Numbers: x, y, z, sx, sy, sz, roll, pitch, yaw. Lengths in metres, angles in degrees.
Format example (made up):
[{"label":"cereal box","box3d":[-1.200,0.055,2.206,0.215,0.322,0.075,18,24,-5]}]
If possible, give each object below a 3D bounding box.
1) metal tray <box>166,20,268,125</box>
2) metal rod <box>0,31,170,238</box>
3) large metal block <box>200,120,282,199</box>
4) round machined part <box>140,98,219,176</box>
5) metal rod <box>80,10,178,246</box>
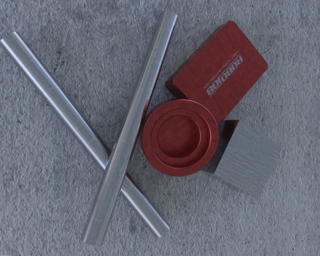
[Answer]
[{"label":"metal tray","box3d":[0.082,-0.075,0.438,0.090,0.030,0.130,46,75,-15]},{"label":"metal rod","box3d":[-0.083,0.018,0.378,0.025,0.025,0.299,-40,103,-16]},{"label":"large metal block","box3d":[0.112,0.043,0.439,0.080,0.050,0.080,30,80,-18]},{"label":"round machined part","box3d":[0.022,0.010,0.402,0.099,0.042,0.097,-2,99,-11]},{"label":"metal rod","box3d":[-0.032,-0.012,0.378,0.025,0.025,0.299,23,75,-19]}]
